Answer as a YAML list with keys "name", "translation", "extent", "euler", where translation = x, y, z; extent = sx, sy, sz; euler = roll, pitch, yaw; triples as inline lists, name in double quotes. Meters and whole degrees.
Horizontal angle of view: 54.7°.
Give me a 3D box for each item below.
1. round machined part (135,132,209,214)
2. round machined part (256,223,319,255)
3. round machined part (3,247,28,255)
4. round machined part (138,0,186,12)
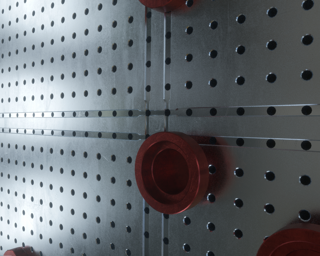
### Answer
- name: "round machined part"
  translation: [0.018, 0.053, 0.381]
  extent: [0.098, 0.042, 0.097]
  euler: [0, 90, 39]
- name: "round machined part"
  translation: [0.141, 0.136, 0.281]
  extent: [0.098, 0.042, 0.097]
  euler: [0, 90, 39]
- name: "round machined part"
  translation: [-0.313, 0.308, 0.652]
  extent: [0.098, 0.042, 0.097]
  euler: [0, 90, 39]
- name: "round machined part"
  translation: [0.000, -0.204, 0.397]
  extent: [0.098, 0.042, 0.097]
  euler: [0, 90, 39]
